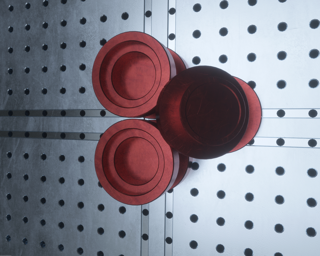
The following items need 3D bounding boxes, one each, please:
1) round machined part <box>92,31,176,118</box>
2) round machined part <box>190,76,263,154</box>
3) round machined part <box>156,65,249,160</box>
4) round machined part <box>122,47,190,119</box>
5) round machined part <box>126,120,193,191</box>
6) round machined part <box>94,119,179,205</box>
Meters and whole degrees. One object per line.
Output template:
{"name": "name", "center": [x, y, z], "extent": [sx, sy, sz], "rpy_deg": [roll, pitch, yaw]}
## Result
{"name": "round machined part", "center": [-0.027, -0.060, 0.368], "extent": [0.098, 0.042, 0.097], "rpy_deg": [0, 90, 20]}
{"name": "round machined part", "center": [0.073, -0.017, 0.378], "extent": [0.098, 0.042, 0.097], "rpy_deg": [0, 90, 20]}
{"name": "round machined part", "center": [0.048, -0.016, 0.319], "extent": [0.099, 0.042, 0.097], "rpy_deg": [0, 89, -12]}
{"name": "round machined part", "center": [-0.011, -0.061, 0.409], "extent": [0.098, 0.042, 0.097], "rpy_deg": [0, 90, 20]}
{"name": "round machined part", "center": [-0.010, 0.038, 0.408], "extent": [0.098, 0.042, 0.097], "rpy_deg": [0, 90, 20]}
{"name": "round machined part", "center": [-0.024, 0.038, 0.367], "extent": [0.098, 0.042, 0.097], "rpy_deg": [0, 90, 20]}
